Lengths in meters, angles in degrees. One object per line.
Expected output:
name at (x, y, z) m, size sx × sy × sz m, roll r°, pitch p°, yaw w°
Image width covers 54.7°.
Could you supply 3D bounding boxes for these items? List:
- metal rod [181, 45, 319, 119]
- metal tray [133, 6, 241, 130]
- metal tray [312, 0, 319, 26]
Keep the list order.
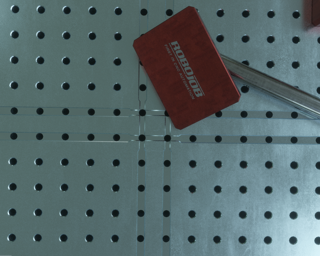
metal rod at (0.171, -0.046, 0.415) m, size 0.301 × 0.025 × 0.025 m, roll 24°, pitch 90°, yaw -1°
metal tray at (0.035, -0.074, 0.397) m, size 0.090 × 0.030 × 0.130 m, roll -27°, pitch 90°, yaw 18°
metal tray at (0.257, -0.204, 0.414) m, size 0.091 × 0.030 × 0.129 m, roll 1°, pitch 90°, yaw -1°
